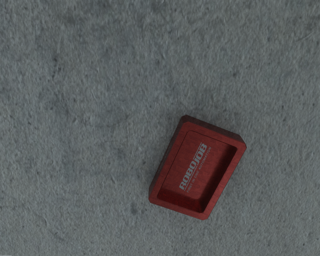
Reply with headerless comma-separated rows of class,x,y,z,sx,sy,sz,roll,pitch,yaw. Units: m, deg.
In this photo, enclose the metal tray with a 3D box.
metal tray,0.048,0.057,0.428,0.091,0.030,0.129,21,109,-8
